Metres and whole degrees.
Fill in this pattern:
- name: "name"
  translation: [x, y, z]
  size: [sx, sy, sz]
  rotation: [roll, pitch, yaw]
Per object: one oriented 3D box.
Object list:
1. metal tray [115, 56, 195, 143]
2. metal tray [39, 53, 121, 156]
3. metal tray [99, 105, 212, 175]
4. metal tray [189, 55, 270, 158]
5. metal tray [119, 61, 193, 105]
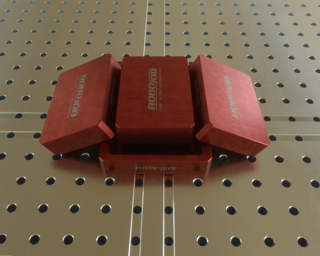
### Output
- name: "metal tray"
  translation: [-0.006, -0.041, 0.399]
  size: [0.091, 0.030, 0.130]
  rotation: [0, 50, -1]
- name: "metal tray"
  translation: [-0.100, -0.034, 0.408]
  size: [0.090, 0.030, 0.130]
  rotation: [-17, 47, 19]
- name: "metal tray"
  translation: [-0.005, 0.013, 0.394]
  size: [0.131, 0.030, 0.090]
  rotation: [0, 50, 0]
- name: "metal tray"
  translation: [0.087, -0.032, 0.407]
  size: [0.091, 0.030, 0.130]
  rotation: [18, 47, -21]
- name: "metal tray"
  translation: [-0.006, -0.057, 0.452]
  size: [0.131, 0.030, 0.090]
  rotation: [0, 50, 0]
